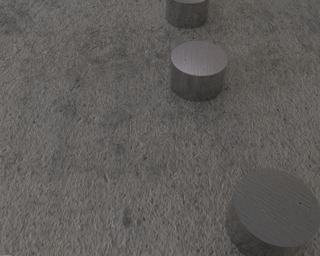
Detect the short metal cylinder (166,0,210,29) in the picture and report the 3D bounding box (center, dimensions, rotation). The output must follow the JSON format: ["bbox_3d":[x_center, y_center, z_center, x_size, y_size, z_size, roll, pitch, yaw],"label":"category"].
[{"bbox_3d":[0.051,-0.230,0.581,0.080,0.050,0.080,0,50,0],"label":"short metal cylinder"}]

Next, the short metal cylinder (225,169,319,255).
[{"bbox_3d":[0.111,0.089,0.313,0.080,0.050,0.080,0,50,0],"label":"short metal cylinder"}]

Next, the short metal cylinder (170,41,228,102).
[{"bbox_3d":[0.056,-0.084,0.458,0.080,0.050,0.080,0,50,0],"label":"short metal cylinder"}]
